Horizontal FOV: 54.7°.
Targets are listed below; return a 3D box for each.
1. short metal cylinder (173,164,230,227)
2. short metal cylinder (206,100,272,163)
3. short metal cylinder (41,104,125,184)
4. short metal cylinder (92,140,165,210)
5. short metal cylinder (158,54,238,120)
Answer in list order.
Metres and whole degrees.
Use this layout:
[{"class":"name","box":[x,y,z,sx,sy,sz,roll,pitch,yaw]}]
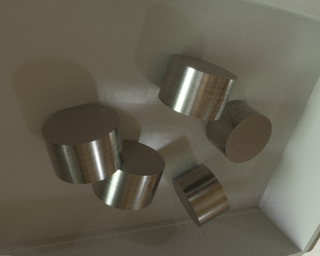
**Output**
[{"class":"short metal cylinder","box":[0.060,0.101,0.468,0.050,0.080,0.080,-28,128,-11]},{"class":"short metal cylinder","box":[0.116,0.005,0.459,0.081,0.050,0.079,-14,124,-21]},{"class":"short metal cylinder","box":[-0.081,0.015,0.338,0.081,0.080,0.050,-17,125,-19]},{"class":"short metal cylinder","box":[-0.039,0.056,0.386,0.081,0.080,0.050,4,117,-30]},{"class":"short metal cylinder","box":[0.044,-0.049,0.366,0.081,0.080,0.050,5,116,-31]}]
